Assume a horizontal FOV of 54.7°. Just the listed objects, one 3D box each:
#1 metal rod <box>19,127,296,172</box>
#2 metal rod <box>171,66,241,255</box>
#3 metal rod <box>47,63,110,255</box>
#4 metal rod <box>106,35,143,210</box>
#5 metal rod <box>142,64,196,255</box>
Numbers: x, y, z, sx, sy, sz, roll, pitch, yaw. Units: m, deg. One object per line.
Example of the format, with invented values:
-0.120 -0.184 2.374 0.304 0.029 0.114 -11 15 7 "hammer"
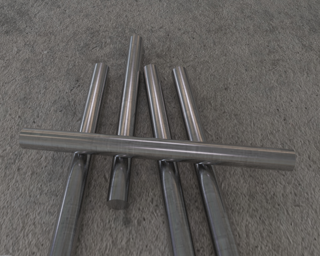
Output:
-0.006 0.024 0.349 0.302 0.025 0.025 5 50 3 "metal rod"
0.049 0.029 0.378 0.025 0.025 0.300 -6 50 -5 "metal rod"
-0.093 0.024 0.382 0.025 0.025 0.300 1 50 1 "metal rod"
-0.043 -0.032 0.429 0.025 0.025 0.300 1 50 1 "metal rod"
0.005 0.025 0.381 0.025 0.025 0.300 -6 50 -5 "metal rod"
